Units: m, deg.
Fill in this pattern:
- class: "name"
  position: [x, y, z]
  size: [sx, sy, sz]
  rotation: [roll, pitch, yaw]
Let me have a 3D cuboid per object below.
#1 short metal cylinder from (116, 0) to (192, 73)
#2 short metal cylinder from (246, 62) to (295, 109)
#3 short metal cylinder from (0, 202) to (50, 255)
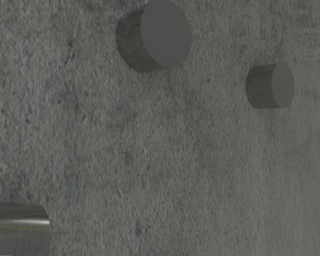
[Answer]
- class: "short metal cylinder"
  position: [-0.007, -0.112, 0.384]
  size: [0.081, 0.050, 0.079]
  rotation: [0, 90, -40]
- class: "short metal cylinder"
  position: [0.200, -0.075, 0.559]
  size: [0.081, 0.050, 0.079]
  rotation: [0, 90, -40]
- class: "short metal cylinder"
  position: [-0.134, 0.103, 0.258]
  size: [0.050, 0.080, 0.080]
  rotation: [18, 79, -39]
